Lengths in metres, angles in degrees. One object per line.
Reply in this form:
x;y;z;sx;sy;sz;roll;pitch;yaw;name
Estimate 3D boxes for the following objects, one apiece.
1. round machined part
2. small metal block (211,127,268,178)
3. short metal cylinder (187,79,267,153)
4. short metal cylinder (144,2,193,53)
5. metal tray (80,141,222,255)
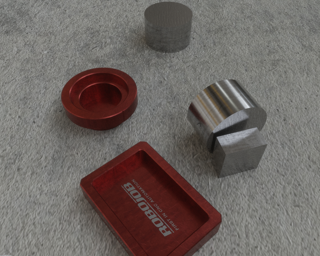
-0.079;-0.035;0.421;0.099;0.042;0.098;0;50;0;round machined part
0.091;0.030;0.363;0.050;0.050;0.025;-13;51;-11;small metal block
0.081;-0.012;0.379;0.081;0.080;0.050;-18;53;-15;short metal cylinder
0.014;-0.174;0.534;0.081;0.050;0.080;0;50;0;short metal cylinder
-0.012;0.082;0.330;0.091;0.030;0.130;-33;57;-25;metal tray
